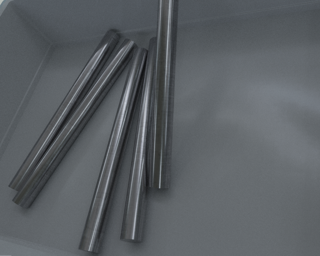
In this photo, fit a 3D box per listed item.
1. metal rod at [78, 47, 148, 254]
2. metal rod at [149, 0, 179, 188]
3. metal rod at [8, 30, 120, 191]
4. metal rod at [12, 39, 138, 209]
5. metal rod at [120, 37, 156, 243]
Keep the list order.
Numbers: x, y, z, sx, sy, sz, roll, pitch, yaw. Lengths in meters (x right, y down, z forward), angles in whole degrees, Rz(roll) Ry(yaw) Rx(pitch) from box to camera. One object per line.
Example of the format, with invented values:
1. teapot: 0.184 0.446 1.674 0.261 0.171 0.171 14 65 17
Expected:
1. metal rod: -0.056 0.012 0.426 0.025 0.025 0.299 -3 60 26
2. metal rod: 0.007 -0.079 0.373 0.025 0.025 0.298 1 86 28
3. metal rod: -0.148 -0.036 0.502 0.025 0.025 0.300 15 69 34
4. metal rod: -0.123 -0.016 0.477 0.025 0.025 0.300 21 73 35
5. metal rod: -0.018 -0.005 0.416 0.025 0.025 0.299 -8 58 24
